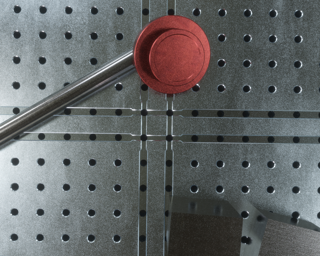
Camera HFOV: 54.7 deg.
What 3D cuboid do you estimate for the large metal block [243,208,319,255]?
[{"bbox_3d":[0.160,0.159,0.402,0.080,0.050,0.080,15,90,0],"label":"large metal block"}]

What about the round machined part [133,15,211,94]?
[{"bbox_3d":[0.017,-0.090,0.388,0.099,0.042,0.097,-4,110,-11],"label":"round machined part"}]

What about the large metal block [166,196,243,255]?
[{"bbox_3d":[0.051,0.122,0.386,0.081,0.080,0.050,5,90,0],"label":"large metal block"}]

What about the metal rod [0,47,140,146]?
[{"bbox_3d":[-0.120,-0.044,0.412,0.301,0.025,0.025,-30,90,0],"label":"metal rod"}]
